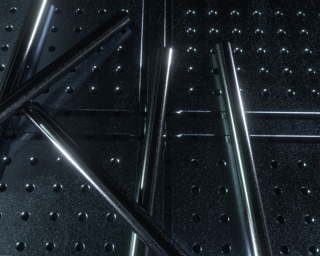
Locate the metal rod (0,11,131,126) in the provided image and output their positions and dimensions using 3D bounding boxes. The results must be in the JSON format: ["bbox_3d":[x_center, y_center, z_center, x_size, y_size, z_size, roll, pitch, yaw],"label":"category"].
[{"bbox_3d":[-0.153,-0.068,0.417,0.025,0.025,0.301,40,68,13],"label":"metal rod"}]

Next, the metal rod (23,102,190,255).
[{"bbox_3d":[-0.067,0.066,0.367,0.300,0.025,0.025,41,75,20],"label":"metal rod"}]

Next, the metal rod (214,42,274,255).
[{"bbox_3d":[0.106,0.020,0.405,0.025,0.025,0.299,-5,70,-2],"label":"metal rod"}]

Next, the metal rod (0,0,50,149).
[{"bbox_3d":[-0.206,-0.068,0.433,0.025,0.025,0.299,8,70,2],"label":"metal rod"}]

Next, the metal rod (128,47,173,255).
[{"bbox_3d":[-0.010,0.028,0.401,0.025,0.025,0.299,6,70,2],"label":"metal rod"}]
